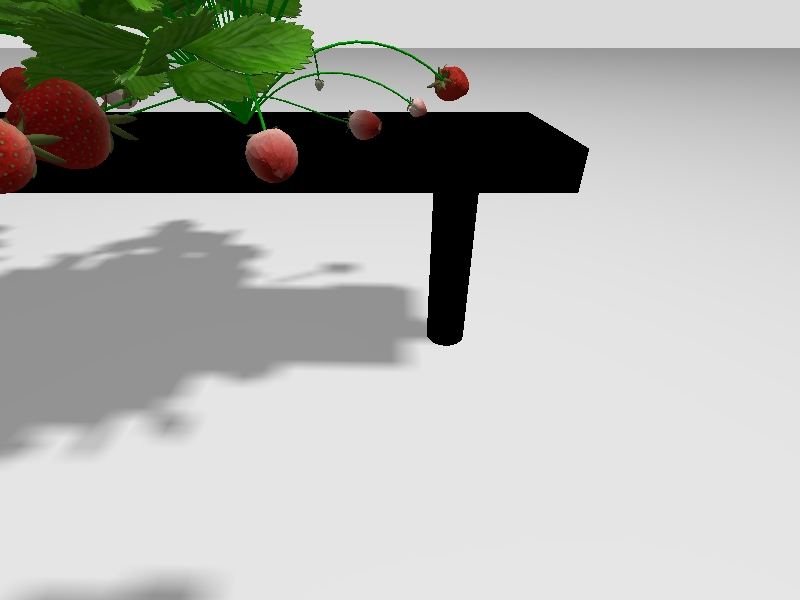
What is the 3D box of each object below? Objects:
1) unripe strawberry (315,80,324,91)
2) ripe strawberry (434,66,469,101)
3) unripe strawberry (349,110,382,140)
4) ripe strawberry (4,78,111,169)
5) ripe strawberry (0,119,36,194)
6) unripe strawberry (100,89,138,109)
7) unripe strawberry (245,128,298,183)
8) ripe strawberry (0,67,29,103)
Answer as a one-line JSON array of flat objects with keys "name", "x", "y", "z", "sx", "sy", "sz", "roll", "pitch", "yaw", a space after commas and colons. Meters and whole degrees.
[{"name": "unripe strawberry", "x": -0.094, "y": -0.249, "z": 0.464, "sx": 0.010, "sy": 0.011, "sz": 0.011, "roll": 6, "pitch": 34, "yaw": 9}, {"name": "ripe strawberry", "x": 0.055, "y": -0.224, "z": 0.417, "sx": 0.033, "sy": 0.033, "sz": 0.036, "roll": -2, "pitch": 28, "yaw": -38}, {"name": "unripe strawberry", "x": -0.022, "y": -0.117, "z": 0.268, "sx": 0.022, "sy": 0.019, "sz": 0.022, "roll": 19, "pitch": 38, "yaw": 25}, {"name": "ripe strawberry", "x": -0.178, "y": -0.089, "z": 0.207, "sx": 0.042, "sy": 0.044, "sz": 0.046, "roll": 13, "pitch": 36, "yaw": 18}, {"name": "ripe strawberry", "x": -0.184, "y": -0.063, "z": 0.168, "sx": 0.043, "sy": 0.037, "sz": 0.043, "roll": 11, "pitch": 36, "yaw": 15}, {"name": "unripe strawberry", "x": -0.277, "y": -0.205, "z": 0.388, "sx": 0.038, "sy": 0.037, "sz": 0.035, "roll": 17, "pitch": 37, "yaw": 25}, {"name": "unripe strawberry", "x": -0.059, "y": -0.066, "z": 0.188, "sx": 0.024, "sy": 0.026, "sz": 0.025, "roll": -13, "pitch": -38, "yaw": -19}, {"name": "ripe strawberry", "x": -0.357, "y": -0.198, "z": 0.378, "sx": 0.038, "sy": 0.037, "sz": 0.035, "roll": 10, "pitch": 35, "yaw": 15}]
